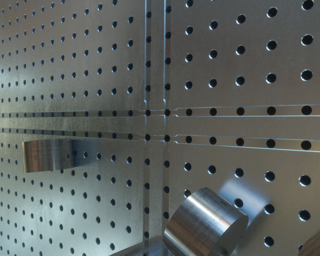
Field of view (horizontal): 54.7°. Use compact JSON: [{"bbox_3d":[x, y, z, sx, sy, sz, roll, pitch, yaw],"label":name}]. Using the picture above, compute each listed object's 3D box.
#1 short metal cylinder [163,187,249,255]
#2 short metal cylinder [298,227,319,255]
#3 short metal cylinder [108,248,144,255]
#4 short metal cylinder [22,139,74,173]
[{"bbox_3d":[0.050,0.111,0.331,0.050,0.081,0.079,34,111,34],"label":"short metal cylinder"},{"bbox_3d":[0.163,0.119,0.258,0.080,0.050,0.079,0,90,39],"label":"short metal cylinder"},{"bbox_3d":[-0.054,0.217,0.435,0.080,0.050,0.079,0,90,39],"label":"short metal cylinder"},{"bbox_3d":[-0.190,0.047,0.527,0.080,0.081,0.050,-9,85,39],"label":"short metal cylinder"}]
